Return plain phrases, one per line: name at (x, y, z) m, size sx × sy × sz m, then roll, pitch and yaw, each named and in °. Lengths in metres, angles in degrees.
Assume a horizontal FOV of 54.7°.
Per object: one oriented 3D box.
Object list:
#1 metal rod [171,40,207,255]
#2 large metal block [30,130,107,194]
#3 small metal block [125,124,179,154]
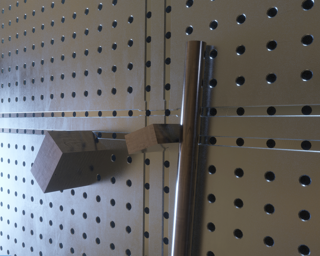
metal rod at (0.034, 0.046, 0.379) m, size 0.025 × 0.025 × 0.298 m, roll 6°, pitch 94°, yaw 39°
large metal block at (-0.144, 0.051, 0.489) m, size 0.050 × 0.081 × 0.080 m, roll 45°, pitch 117°, yaw 30°
small metal block at (-0.008, 0.014, 0.398) m, size 0.050 × 0.050 × 0.025 m, roll -22°, pitch 76°, yaw 37°
